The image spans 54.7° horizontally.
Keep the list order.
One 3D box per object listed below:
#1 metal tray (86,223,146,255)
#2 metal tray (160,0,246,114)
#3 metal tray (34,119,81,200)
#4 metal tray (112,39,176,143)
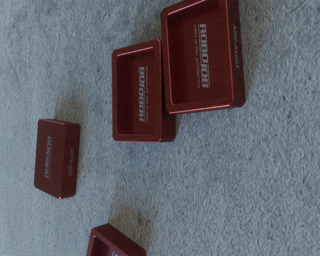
[{"bbox_3d":[-0.074,0.223,0.463,0.090,0.030,0.129,21,103,38],"label":"metal tray"},{"bbox_3d":[0.047,-0.085,0.362,0.090,0.030,0.129,-6,87,39],"label":"metal tray"},{"bbox_3d":[-0.186,0.052,0.556,0.090,0.030,0.129,10,96,39],"label":"metal tray"},{"bbox_3d":[-0.024,-0.046,0.421,0.090,0.030,0.129,-1,89,40],"label":"metal tray"}]
